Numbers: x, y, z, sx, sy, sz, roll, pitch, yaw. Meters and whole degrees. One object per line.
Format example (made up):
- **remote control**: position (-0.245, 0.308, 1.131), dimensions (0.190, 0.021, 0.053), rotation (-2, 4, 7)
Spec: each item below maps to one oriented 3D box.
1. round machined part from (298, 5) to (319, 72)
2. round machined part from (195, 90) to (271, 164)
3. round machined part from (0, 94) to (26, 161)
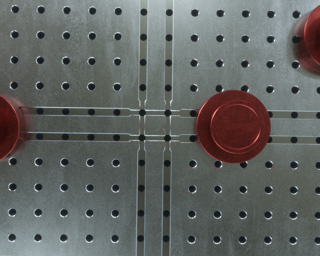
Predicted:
- **round machined part**: position (0.239, -0.123, 0.408), dimensions (0.099, 0.042, 0.097), rotation (0, 90, -1)
- **round machined part**: position (0.097, -0.002, 0.406), dimensions (0.099, 0.042, 0.097), rotation (0, 90, -1)
- **round machined part**: position (-0.233, 0.000, 0.402), dimensions (0.099, 0.042, 0.097), rotation (0, 90, -1)
